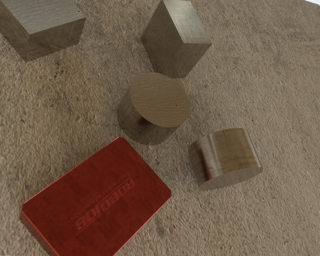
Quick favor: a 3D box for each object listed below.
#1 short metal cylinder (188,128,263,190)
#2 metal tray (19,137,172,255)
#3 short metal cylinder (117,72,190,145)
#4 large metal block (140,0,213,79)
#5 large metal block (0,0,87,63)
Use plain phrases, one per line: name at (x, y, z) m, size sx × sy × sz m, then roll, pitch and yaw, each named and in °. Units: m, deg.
short metal cylinder at (0.080, 0.041, 0.387) m, size 0.081 × 0.080 × 0.050 m, roll -1°, pitch 63°, yaw -29°
metal tray at (-0.060, 0.078, 0.320) m, size 0.090 × 0.030 × 0.131 m, roll 48°, pitch 51°, yaw 5°
short metal cylinder at (-0.009, -0.024, 0.398) m, size 0.081 × 0.050 × 0.080 m, roll 14°, pitch 56°, yaw -21°
large metal block at (0.021, -0.129, 0.459) m, size 0.050 × 0.080 × 0.080 m, roll -9°, pitch 66°, yaw -32°
large metal block at (-0.155, -0.140, 0.390) m, size 0.080 × 0.050 × 0.081 m, roll 49°, pitch 51°, yaw 6°
